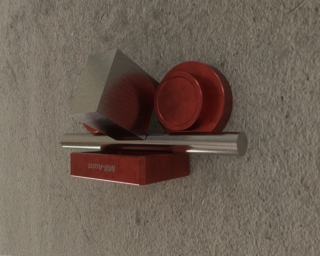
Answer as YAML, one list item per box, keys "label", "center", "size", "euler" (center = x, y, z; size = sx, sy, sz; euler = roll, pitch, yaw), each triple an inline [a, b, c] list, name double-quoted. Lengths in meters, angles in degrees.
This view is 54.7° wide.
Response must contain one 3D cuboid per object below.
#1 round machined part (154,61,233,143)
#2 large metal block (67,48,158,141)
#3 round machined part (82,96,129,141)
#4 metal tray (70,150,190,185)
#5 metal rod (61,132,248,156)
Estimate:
- label: "round machined part"
  center: [0.032, -0.031, 0.366]
  size: [0.098, 0.042, 0.097]
  euler: [0, 90, 39]
- label: "large metal block"
  center: [-0.052, -0.037, 0.377]
  size: [0.050, 0.080, 0.080]
  euler: [-3, 65, 39]
- label: "round machined part"
  center: [-0.081, -0.027, 0.458]
  size: [0.098, 0.042, 0.097]
  euler: [0, 90, 39]
- label: "metal tray"
  center: [-0.040, 0.046, 0.394]
  size: [0.130, 0.091, 0.030]
  euler: [-1, 89, 39]
- label: "metal rod"
  center: [-0.033, 0.019, 0.405]
  size: [0.300, 0.025, 0.025]
  euler: [-1, 89, 39]
